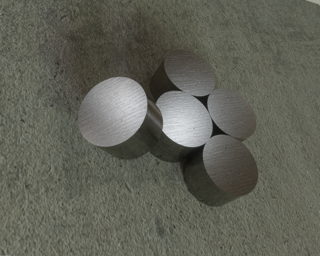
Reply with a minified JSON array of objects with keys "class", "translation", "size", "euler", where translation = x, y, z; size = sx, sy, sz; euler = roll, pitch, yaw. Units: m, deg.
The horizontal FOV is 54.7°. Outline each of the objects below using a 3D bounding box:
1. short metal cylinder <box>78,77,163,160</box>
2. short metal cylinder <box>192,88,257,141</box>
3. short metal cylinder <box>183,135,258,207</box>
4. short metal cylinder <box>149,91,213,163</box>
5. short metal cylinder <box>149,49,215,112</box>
[{"class":"short metal cylinder","translation":[-0.043,-0.010,0.346],"size":[0.080,0.050,0.080],"euler":[-7,67,17]},{"class":"short metal cylinder","translation":[0.089,-0.010,0.443],"size":[0.081,0.050,0.080],"euler":[14,56,-21]},{"class":"short metal cylinder","translation":[0.077,0.055,0.397],"size":[0.081,0.050,0.080],"euler":[14,56,-21]},{"class":"short metal cylinder","translation":[0.020,-0.001,0.400],"size":[0.081,0.050,0.080],"euler":[14,56,-21]},{"class":"short metal cylinder","translation":[0.032,-0.066,0.446],"size":[0.081,0.050,0.080],"euler":[14,56,-21]}]
